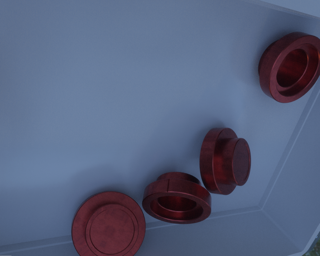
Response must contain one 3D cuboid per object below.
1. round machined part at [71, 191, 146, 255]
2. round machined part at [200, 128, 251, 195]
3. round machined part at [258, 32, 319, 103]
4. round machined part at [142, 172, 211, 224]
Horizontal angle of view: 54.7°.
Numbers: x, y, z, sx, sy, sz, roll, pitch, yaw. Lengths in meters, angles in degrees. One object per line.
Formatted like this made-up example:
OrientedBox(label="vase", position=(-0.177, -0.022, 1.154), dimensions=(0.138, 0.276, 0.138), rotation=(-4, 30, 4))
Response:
OrientedBox(label="round machined part", position=(-0.066, 0.134, 0.411), dimensions=(0.099, 0.042, 0.098), rotation=(3, 79, -18))
OrientedBox(label="round machined part", position=(0.100, 0.048, 0.449), dimensions=(0.099, 0.042, 0.097), rotation=(2, 87, -53))
OrientedBox(label="round machined part", position=(0.181, -0.088, 0.442), dimensions=(0.099, 0.042, 0.097), rotation=(-14, 124, -21))
OrientedBox(label="round machined part", position=(0.026, 0.100, 0.453), dimensions=(0.099, 0.042, 0.097), rotation=(5, 139, 5))
